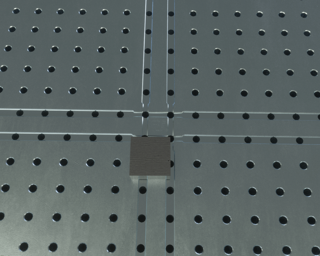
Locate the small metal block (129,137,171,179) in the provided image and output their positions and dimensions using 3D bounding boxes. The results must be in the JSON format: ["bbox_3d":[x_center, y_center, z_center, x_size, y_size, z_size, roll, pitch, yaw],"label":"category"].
[{"bbox_3d":[-0.012,0.039,0.398,0.050,0.025,0.050,0,70,0],"label":"small metal block"}]
